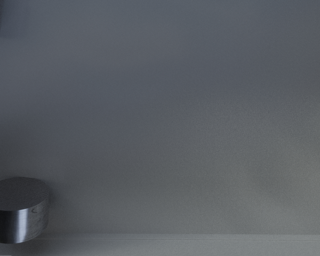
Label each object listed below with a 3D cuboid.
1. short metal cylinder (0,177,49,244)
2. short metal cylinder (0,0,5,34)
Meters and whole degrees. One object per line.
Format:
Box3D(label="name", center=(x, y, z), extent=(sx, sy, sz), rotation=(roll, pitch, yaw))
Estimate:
Box3D(label="short metal cylinder", center=(-0.193, 0.109, 0.419), extent=(0.081, 0.080, 0.050), rotation=(7, 110, -3))
Box3D(label="short metal cylinder", center=(-0.215, -0.126, 0.332), extent=(0.080, 0.080, 0.050), rotation=(16, 109, -6))
